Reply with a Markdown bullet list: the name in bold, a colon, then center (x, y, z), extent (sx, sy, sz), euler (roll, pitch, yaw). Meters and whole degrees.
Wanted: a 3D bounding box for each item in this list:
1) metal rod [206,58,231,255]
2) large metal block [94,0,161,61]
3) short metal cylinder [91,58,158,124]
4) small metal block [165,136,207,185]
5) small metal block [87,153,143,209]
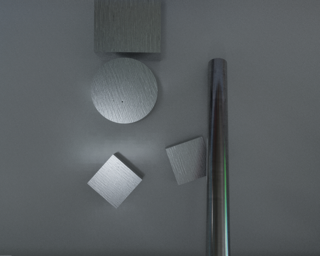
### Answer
- **metal rod**: center (0.066, 0.050, 0.352), extent (0.025, 0.025, 0.299), euler (5, 66, 0)
- **large metal block**: center (-0.039, -0.131, 0.398), extent (0.081, 0.050, 0.079), euler (1, 90, -1)
- **short metal cylinder**: center (-0.043, -0.045, 0.398), extent (0.081, 0.050, 0.079), euler (0, 90, -1)
- **small metal block**: center (0.039, 0.042, 0.412), extent (0.050, 0.025, 0.050), euler (-19, 90, -1)
- **small metal block**: center (-0.058, 0.069, 0.411), extent (0.050, 0.025, 0.050), euler (41, 90, -1)
